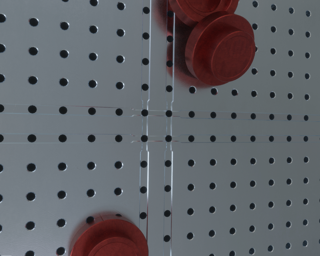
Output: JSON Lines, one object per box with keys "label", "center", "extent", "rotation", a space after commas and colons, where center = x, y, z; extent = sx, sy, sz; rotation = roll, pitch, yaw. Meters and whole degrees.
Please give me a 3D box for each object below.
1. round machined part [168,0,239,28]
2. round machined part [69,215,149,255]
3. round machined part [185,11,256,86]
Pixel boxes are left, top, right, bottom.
{"label": "round machined part", "center": [0.055, -0.183, 0.423], "extent": [0.099, 0.042, 0.097], "rotation": [0, 90, -20]}
{"label": "round machined part", "center": [-0.061, 0.161, 0.381], "extent": [0.099, 0.042, 0.097], "rotation": [0, 90, -20]}
{"label": "round machined part", "center": [0.086, -0.100, 0.412], "extent": [0.099, 0.042, 0.097], "rotation": [-15, 127, -21]}
